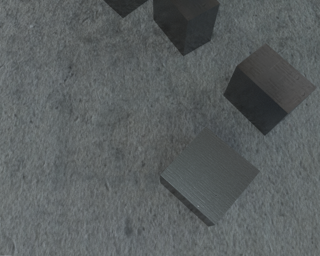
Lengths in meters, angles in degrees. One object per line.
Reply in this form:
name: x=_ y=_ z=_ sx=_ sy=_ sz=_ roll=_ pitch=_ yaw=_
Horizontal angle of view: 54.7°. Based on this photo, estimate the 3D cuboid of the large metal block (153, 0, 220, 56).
large metal block: x=0.033 y=-0.164 z=0.439 sx=0.050 sy=0.080 sz=0.080 roll=-32 pitch=74 yaw=-11

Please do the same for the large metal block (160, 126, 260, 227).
large metal block: x=0.057 y=0.059 z=0.374 sx=0.080 sy=0.050 sz=0.080 roll=41 pitch=75 yaw=13

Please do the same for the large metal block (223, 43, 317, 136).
large metal block: x=0.135 y=-0.046 z=0.398 sx=0.050 sy=0.080 sz=0.080 roll=-39 pitch=75 yaw=-13

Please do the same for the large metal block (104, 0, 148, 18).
large metal block: x=-0.056 y=-0.233 z=0.479 sx=0.080 sy=0.050 sz=0.080 roll=-41 pitch=76 yaw=-14
